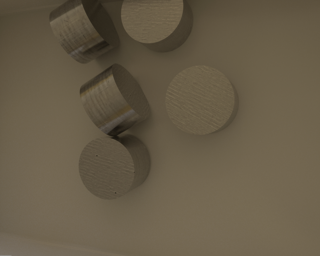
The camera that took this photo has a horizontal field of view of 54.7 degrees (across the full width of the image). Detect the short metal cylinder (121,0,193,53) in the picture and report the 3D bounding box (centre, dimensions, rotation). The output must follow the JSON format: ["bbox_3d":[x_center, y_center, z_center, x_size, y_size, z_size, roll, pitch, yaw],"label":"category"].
[{"bbox_3d":[-0.002,-0.142,0.397,0.080,0.050,0.079,0,90,19],"label":"short metal cylinder"}]

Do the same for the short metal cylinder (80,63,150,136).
[{"bbox_3d":[-0.056,-0.036,0.400,0.050,0.080,0.080,-30,81,17],"label":"short metal cylinder"}]

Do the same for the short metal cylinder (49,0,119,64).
[{"bbox_3d":[-0.099,-0.133,0.415,0.050,0.080,0.080,-25,82,18],"label":"short metal cylinder"}]

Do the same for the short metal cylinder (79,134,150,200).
[{"bbox_3d":[-0.060,0.050,0.414,0.080,0.050,0.079,2,94,20],"label":"short metal cylinder"}]

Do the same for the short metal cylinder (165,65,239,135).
[{"bbox_3d":[0.053,-0.032,0.378,0.080,0.050,0.079,0,90,19],"label":"short metal cylinder"}]
